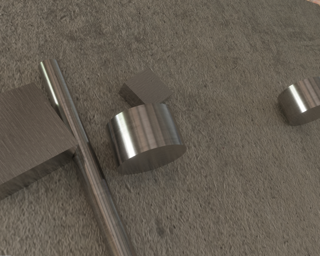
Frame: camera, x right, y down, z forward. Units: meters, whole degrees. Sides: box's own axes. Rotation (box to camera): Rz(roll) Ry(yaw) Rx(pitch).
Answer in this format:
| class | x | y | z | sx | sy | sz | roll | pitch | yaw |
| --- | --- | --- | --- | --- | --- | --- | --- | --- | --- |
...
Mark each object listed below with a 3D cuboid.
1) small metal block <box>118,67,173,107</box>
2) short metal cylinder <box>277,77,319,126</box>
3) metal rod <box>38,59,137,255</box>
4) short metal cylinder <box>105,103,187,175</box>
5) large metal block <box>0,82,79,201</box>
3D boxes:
| class | x | y | z | sx | sy | sz | roll | pitch | yaw |
| --- | --- | --- | --- | --- | --- | --- | --- | --- | --- |
| small metal block | -0.019 | -0.048 | 0.423 | 0.050 | 0.025 | 0.050 | 46 | 51 | 4 |
| short metal cylinder | 0.251 | -0.044 | 0.530 | 0.081 | 0.080 | 0.050 | -3 | 64 | -30 |
| metal rod | -0.073 | 0.052 | 0.332 | 0.025 | 0.025 | 0.299 | -14 | 69 | -34 |
| short metal cylinder | -0.016 | 0.014 | 0.351 | 0.081 | 0.080 | 0.050 | -6 | 65 | -31 |
| large metal block | -0.142 | 0.012 | 0.304 | 0.081 | 0.050 | 0.080 | -31 | 79 | -38 |
